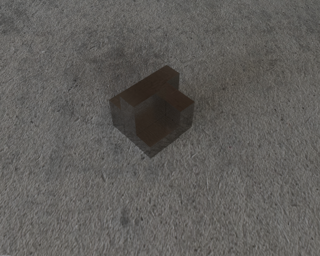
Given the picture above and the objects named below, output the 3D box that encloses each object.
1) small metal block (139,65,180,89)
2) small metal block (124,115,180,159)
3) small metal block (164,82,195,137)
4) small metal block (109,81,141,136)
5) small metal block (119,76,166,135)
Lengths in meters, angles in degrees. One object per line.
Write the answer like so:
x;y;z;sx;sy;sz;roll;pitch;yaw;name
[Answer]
0.000;-0.052;0.432;0.050;0.050;0.025;-36;59;-27;small metal block
-0.010;0.004;0.401;0.050;0.025;0.050;-35;59;-26;small metal block
0.017;-0.024;0.408;0.025;0.050;0.050;-36;59;-26;small metal block
-0.037;-0.025;0.409;0.050;0.050;0.025;-36;59;-27;small metal block
-0.020;-0.027;0.378;0.050;0.050;0.025;-36;59;-27;small metal block
